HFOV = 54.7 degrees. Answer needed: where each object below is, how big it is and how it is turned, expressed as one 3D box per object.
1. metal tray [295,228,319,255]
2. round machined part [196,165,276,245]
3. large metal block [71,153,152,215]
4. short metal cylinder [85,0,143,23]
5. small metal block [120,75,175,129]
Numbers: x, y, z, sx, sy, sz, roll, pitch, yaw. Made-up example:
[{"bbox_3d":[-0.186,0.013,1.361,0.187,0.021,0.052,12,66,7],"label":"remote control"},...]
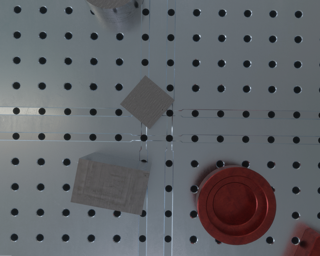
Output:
[{"bbox_3d":[0.245,0.203,0.413,0.131,0.030,0.090,23,90,0],"label":"metal tray"},{"bbox_3d":[0.096,0.097,0.405,0.099,0.042,0.097,0,90,0],"label":"round machined part"},{"bbox_3d":[-0.055,0.065,0.385,0.080,0.080,0.050,11,90,0],"label":"large metal block"},{"bbox_3d":[-0.062,-0.184,0.400,0.081,0.050,0.080,0,90,0],"label":"short metal cylinder"},{"bbox_3d":[-0.016,-0.033,0.413,0.050,0.025,0.050,41,90,0],"label":"small metal block"}]
